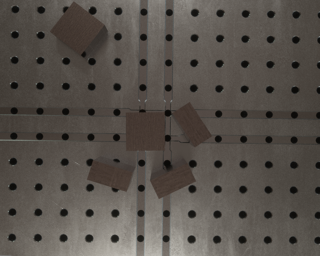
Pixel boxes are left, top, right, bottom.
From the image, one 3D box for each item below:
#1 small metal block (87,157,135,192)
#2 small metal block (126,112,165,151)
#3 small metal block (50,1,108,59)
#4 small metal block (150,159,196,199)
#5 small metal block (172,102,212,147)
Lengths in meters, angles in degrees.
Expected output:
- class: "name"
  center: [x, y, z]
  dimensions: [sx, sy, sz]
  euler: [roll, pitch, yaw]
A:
- class: "small metal block"
  center: [-0.061, 0.058, 0.400]
  dimensions: [0.050, 0.050, 0.025]
  euler: [17, 90, -1]
- class: "small metal block"
  center: [-0.019, 0.005, 0.413]
  dimensions: [0.050, 0.025, 0.050]
  euler: [-1, 90, -1]
- class: "small metal block"
  center: [-0.107, -0.129, 0.412]
  dimensions: [0.050, 0.025, 0.050]
  euler: [38, 90, -1]
- class: "small metal block"
  center: [0.016, 0.064, 0.401]
  dimensions: [0.050, 0.050, 0.025]
  euler: [-25, 90, 0]
- class: "small metal block"
  center: [0.039, -0.004, 0.401]
  dimensions: [0.025, 0.050, 0.050]
  euler: [-33, 90, 0]
